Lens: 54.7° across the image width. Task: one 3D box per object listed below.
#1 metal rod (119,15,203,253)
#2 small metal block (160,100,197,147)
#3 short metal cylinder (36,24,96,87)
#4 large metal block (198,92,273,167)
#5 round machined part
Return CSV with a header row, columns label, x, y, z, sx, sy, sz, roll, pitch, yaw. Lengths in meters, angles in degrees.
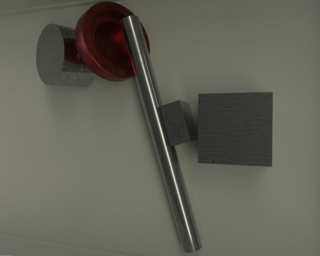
label,x,y,z,sx,sy,sz,roll,pitch,yaw
metal rod,0.002,0.009,0.389,0.025,0.025,0.298,-15,92,19
small metal block,0.026,-0.005,0.387,0.025,0.050,0.050,-16,85,17
short metal cylinder,-0.128,-0.097,0.425,0.080,0.050,0.079,2,94,44
large metal block,0.090,0.001,0.365,0.080,0.050,0.079,1,90,19
round machined part,-0.064,-0.107,0.401,0.042,0.099,0.097,-13,85,49
